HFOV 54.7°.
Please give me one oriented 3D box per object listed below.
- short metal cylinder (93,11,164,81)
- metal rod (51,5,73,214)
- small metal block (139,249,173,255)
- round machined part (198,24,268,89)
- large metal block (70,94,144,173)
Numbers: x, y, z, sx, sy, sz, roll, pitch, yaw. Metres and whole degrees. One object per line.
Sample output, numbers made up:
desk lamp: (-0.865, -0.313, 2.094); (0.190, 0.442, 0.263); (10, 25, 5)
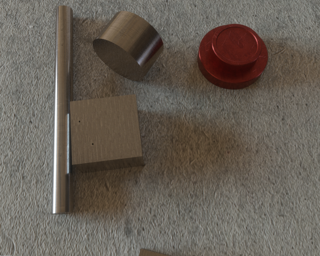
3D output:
short metal cylinder: (-0.042, -0.109, 0.418); (0.080, 0.080, 0.050); (30, 73, 10)
metal rod: (-0.131, -0.038, 0.420); (0.025, 0.025, 0.299); (-5, 70, -2)
small metal block: (-0.003, 0.167, 0.347); (0.050, 0.025, 0.050); (13, 70, 4)
round machined part: (0.105, -0.108, 0.440); (0.099, 0.042, 0.098); (0, 70, -1)
large metal block: (-0.065, 0.008, 0.391); (0.081, 0.050, 0.080); (-7, 70, -3)
